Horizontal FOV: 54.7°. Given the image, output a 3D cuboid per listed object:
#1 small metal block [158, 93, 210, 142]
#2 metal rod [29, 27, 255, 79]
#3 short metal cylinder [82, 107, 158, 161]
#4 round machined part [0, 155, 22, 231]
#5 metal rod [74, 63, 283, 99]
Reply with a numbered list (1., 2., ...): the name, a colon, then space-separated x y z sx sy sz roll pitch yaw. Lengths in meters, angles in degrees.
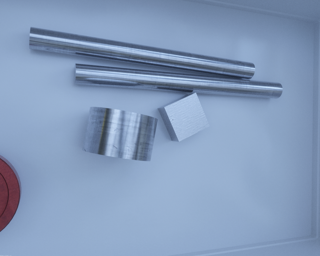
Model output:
1. small metal block: 0.032 -0.015 0.424 0.050 0.025 0.050 -26 99 -18
2. metal rod: -0.008 -0.094 0.408 0.302 0.025 0.025 4 89 -21
3. short metal cylinder: -0.047 0.008 0.365 0.081 0.080 0.050 11 87 -20
4. round machined part: -0.201 0.069 0.328 0.099 0.042 0.097 0 90 -21
5. metal rod: 0.039 -0.061 0.426 0.303 0.025 0.025 1 90 -21
